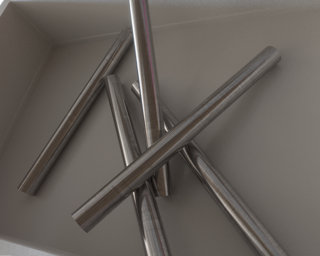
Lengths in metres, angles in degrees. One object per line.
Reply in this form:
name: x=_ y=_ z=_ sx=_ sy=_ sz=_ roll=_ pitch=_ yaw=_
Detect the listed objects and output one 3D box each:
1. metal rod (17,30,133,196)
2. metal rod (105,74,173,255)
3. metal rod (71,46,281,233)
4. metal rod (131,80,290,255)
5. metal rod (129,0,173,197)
metal rod: x=-0.125 y=-0.033 z=0.489 sx=0.025 sy=0.025 sz=0.300 roll=18 pitch=71 yaw=34
metal rod: x=-0.037 y=0.028 z=0.386 sx=0.025 sy=0.025 sz=0.300 roll=-29 pitch=46 yaw=9
metal rod: x=0.031 y=0.001 z=0.348 sx=0.301 sy=0.025 sz=0.025 roll=-40 pitch=50 yaw=-16
metal rod: x=0.039 y=0.032 z=0.364 sx=0.025 sy=0.025 sz=0.300 roll=-38 pitch=51 yaw=2
metal rod: x=-0.016 y=-0.067 z=0.385 sx=0.025 sy=0.025 sz=0.298 roll=-11 pitch=79 yaw=22
